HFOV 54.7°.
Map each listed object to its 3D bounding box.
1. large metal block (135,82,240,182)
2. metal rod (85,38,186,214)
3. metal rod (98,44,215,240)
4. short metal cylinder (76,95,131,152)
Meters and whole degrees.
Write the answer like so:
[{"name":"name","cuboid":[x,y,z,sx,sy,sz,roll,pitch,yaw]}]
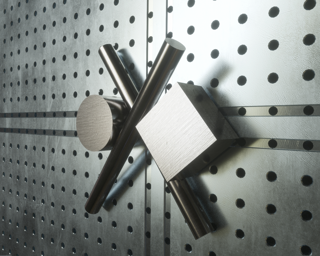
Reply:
[{"name":"large metal block","cuboid":[0.029,0.005,0.363,0.080,0.050,0.080,-46,63,30]},{"name":"metal rod","cuboid":[-0.046,0.018,0.415,0.025,0.025,0.298,50,128,28]},{"name":"metal rod","cuboid":[-0.015,0.003,0.416,0.025,0.025,0.299,-43,64,31]},{"name":"short metal cylinder","cuboid":[-0.077,-0.007,0.452,0.080,0.050,0.079,0,90,40]}]
